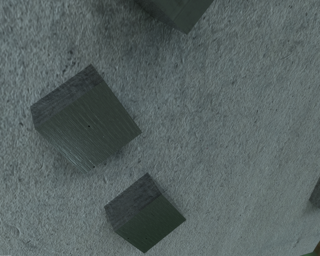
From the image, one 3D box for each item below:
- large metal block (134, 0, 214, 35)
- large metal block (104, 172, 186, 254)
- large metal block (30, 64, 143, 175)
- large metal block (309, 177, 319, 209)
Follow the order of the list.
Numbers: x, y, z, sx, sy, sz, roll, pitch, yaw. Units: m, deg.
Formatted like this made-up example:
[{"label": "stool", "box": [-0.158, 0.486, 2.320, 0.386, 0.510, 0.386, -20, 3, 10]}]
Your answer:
[{"label": "large metal block", "box": [-0.004, -0.139, 0.283, 0.080, 0.080, 0.050, 32, 101, -38]}, {"label": "large metal block", "box": [-0.021, 0.126, 0.457, 0.080, 0.050, 0.080, -38, 129, -2]}, {"label": "large metal block", "box": [-0.080, -0.009, 0.341, 0.080, 0.050, 0.080, -36, 129, -4]}, {"label": "large metal block", "box": [0.395, 0.139, 0.692, 0.081, 0.050, 0.079, -5, 121, -26]}]
